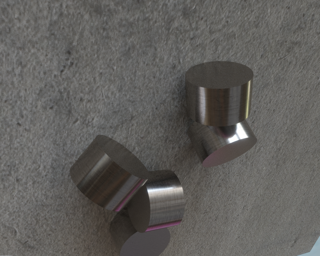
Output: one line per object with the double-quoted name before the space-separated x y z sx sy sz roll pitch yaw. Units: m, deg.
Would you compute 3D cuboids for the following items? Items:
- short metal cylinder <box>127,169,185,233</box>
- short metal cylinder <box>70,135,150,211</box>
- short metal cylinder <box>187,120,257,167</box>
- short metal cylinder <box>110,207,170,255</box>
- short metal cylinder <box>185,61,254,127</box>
"short metal cylinder" -0.008 0.100 0.430 0.050 0.080 0.079 -2 119 -28
"short metal cylinder" -0.059 0.053 0.373 0.080 0.080 0.050 34 99 -39
"short metal cylinder" 0.085 0.013 0.426 0.081 0.050 0.080 -19 155 -9
"short metal cylinder" -0.031 0.162 0.476 0.081 0.050 0.079 -14 125 -21
"short metal cylinder" 0.073 -0.045 0.385 0.081 0.080 0.050 -19 125 -18
